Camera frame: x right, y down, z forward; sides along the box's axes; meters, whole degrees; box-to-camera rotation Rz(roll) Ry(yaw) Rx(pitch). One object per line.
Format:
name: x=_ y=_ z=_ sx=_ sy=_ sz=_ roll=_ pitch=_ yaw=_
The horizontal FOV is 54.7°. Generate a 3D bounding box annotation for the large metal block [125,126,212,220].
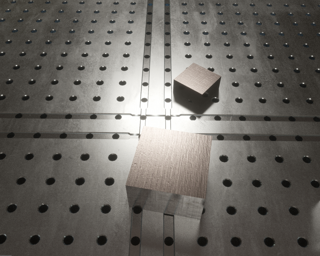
large metal block: x=0.012 y=0.049 z=0.350 sx=0.080 sy=0.050 sz=0.080 roll=9 pitch=51 yaw=7

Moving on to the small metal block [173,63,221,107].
small metal block: x=0.055 y=-0.066 z=0.464 sx=0.050 sy=0.025 sz=0.050 roll=32 pitch=57 yaw=23
